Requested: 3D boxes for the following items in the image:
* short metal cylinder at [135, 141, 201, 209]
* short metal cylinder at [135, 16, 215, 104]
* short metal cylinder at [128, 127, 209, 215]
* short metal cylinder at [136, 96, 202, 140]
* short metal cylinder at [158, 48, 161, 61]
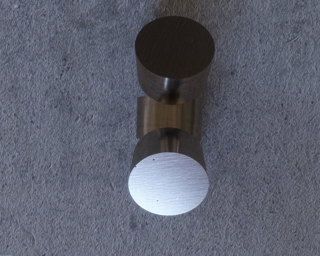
[{"bbox_3d":[0.010,0.058,0.399,0.081,0.050,0.080,0,90,0],"label":"short metal cylinder"},{"bbox_3d":[0.015,-0.072,0.334,0.081,0.050,0.080,1,65,-1],"label":"short metal cylinder"},{"bbox_3d":[0.009,0.046,0.332,0.080,0.050,0.079,0,118,1],"label":"short metal cylinder"},{"bbox_3d":[0.012,-0.011,0.384,0.081,0.080,0.050,2,90,0],"label":"short metal cylinder"},{"bbox_3d":[0.012,-0.077,0.399,0.081,0.050,0.080,0,90,0],"label":"short metal cylinder"}]
